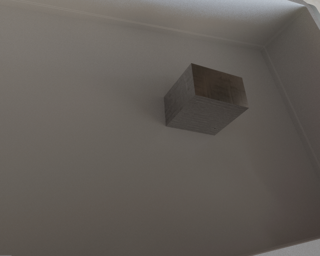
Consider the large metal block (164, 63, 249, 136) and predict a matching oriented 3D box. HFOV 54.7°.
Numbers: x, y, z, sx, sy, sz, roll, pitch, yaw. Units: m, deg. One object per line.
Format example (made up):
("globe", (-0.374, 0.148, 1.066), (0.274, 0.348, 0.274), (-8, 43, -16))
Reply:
("large metal block", (0.060, -0.036, 0.426), (0.081, 0.080, 0.050), (11, 57, -23))
